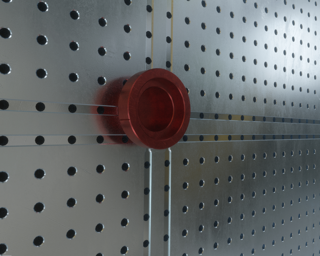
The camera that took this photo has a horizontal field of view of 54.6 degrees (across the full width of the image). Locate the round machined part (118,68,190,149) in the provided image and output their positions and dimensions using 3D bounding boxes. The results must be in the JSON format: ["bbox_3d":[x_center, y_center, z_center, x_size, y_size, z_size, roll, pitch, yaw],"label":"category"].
[{"bbox_3d":[-0.011,-0.023,0.388,0.099,0.042,0.097,0,90,-40],"label":"round machined part"}]
